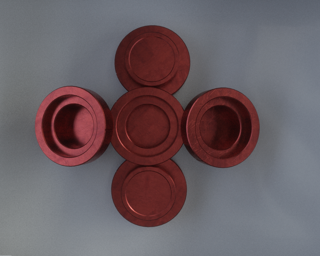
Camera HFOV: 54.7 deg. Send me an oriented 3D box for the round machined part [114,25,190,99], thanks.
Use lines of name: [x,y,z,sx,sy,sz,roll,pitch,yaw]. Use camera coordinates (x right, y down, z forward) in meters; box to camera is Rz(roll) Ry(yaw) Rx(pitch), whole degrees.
round machined part: [-0.010,-0.085,0.401,0.099,0.042,0.097,0,90,0]

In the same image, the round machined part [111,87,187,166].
round machined part: [-0.016,-0.002,0.400,0.099,0.042,0.097,0,90,0]

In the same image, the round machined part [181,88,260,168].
round machined part: [0.072,0.000,0.393,0.099,0.042,0.097,0,90,-17]

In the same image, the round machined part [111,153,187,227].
round machined part: [-0.014,0.080,0.401,0.099,0.042,0.097,0,90,0]

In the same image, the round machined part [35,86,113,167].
round machined part: [-0.103,-0.002,0.392,0.098,0.042,0.097,0,90,17]
